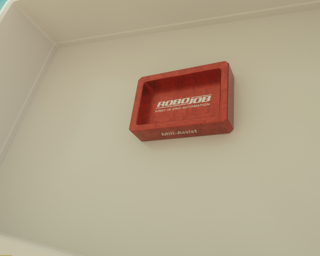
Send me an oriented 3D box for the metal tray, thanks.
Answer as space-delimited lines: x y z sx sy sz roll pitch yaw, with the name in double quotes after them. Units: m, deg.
0.029 -0.033 0.408 0.130 0.030 0.090 -6 59 25 "metal tray"
